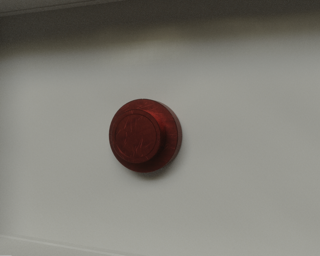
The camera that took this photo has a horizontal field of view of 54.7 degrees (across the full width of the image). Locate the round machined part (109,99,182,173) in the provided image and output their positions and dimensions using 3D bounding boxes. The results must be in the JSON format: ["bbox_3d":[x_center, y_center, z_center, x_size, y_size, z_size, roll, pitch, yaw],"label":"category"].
[{"bbox_3d":[-0.024,0.010,0.405,0.098,0.042,0.097,0,90,19],"label":"round machined part"}]
